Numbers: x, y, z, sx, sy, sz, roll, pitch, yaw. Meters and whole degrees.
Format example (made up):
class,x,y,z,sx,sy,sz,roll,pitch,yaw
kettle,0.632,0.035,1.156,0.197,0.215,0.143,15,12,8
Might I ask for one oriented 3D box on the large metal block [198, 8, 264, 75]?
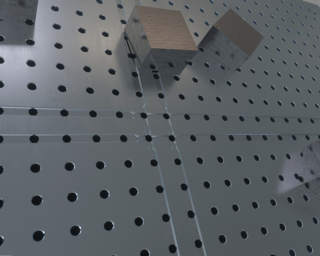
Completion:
class,x,y,z,sx,sy,sz,roll,pitch,yaw
large metal block,0.127,-0.155,0.554,0.080,0.050,0.080,40,51,-1

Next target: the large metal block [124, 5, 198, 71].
class,x,y,z,sx,sy,sz,roll,pitch,yaw
large metal block,0.000,-0.135,0.474,0.081,0.050,0.080,-6,65,-31

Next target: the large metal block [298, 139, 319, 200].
class,x,y,z,sx,sy,sz,roll,pitch,yaw
large metal block,0.275,0.072,0.495,0.080,0.050,0.080,33,51,-7

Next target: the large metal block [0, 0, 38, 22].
class,x,y,z,sx,sy,sz,roll,pitch,yaw
large metal block,-0.206,-0.186,0.395,0.081,0.050,0.080,-7,65,-31
